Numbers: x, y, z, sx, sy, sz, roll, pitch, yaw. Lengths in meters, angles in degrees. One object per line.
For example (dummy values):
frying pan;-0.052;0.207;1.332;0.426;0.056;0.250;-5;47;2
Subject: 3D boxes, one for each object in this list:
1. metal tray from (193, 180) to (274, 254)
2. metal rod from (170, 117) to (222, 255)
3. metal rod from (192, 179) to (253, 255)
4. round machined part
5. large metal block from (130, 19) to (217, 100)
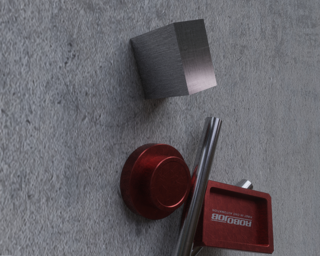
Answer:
metal tray;0.110;0.134;0.462;0.131;0.030;0.090;16;65;-25
metal rod;0.039;0.125;0.411;0.025;0.025;0.299;30;68;-36
metal rod;0.047;0.170;0.447;0.302;0.025;0.025;-35;112;-35
round machined part;0.002;0.069;0.398;0.099;0.042;0.097;0;90;-40
large metal block;0.016;-0.082;0.384;0.050;0.080;0.079;-23;105;-38
